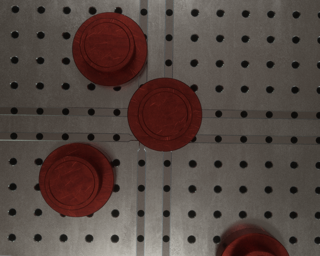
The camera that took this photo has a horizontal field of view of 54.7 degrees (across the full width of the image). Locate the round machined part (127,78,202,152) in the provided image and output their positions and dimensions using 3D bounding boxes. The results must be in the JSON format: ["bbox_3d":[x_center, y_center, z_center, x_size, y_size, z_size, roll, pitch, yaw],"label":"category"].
[{"bbox_3d":[0.006,-0.017,0.405,0.099,0.042,0.097,0,90,-1],"label":"round machined part"}]

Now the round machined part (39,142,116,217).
[{"bbox_3d":[-0.109,0.068,0.404,0.099,0.042,0.097,0,90,-1],"label":"round machined part"}]

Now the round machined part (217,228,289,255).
[{"bbox_3d":[0.126,0.187,0.407,0.099,0.042,0.097,0,90,-1],"label":"round machined part"}]

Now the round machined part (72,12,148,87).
[{"bbox_3d":[-0.066,-0.103,0.404,0.099,0.042,0.097,0,90,-1],"label":"round machined part"}]
